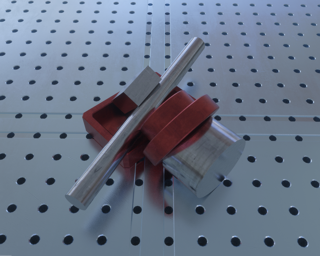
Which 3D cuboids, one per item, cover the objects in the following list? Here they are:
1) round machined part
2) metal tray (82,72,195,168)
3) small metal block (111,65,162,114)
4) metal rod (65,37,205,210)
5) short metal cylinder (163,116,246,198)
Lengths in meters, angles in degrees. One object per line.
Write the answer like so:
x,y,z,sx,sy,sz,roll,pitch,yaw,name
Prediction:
0.017,-0.005,0.351,0.099,0.098,0.042,-39,82,-28,round machined part
-0.024,-0.017,0.417,0.131,0.030,0.090,-36,59,-27,metal tray
-0.031,-0.049,0.404,0.025,0.050,0.050,44,66,-13,small metal block
-0.013,-0.028,0.391,0.025,0.025,0.301,22,53,17,metal rod
0.049,0.030,0.345,0.080,0.080,0.050,-36,59,-27,short metal cylinder
